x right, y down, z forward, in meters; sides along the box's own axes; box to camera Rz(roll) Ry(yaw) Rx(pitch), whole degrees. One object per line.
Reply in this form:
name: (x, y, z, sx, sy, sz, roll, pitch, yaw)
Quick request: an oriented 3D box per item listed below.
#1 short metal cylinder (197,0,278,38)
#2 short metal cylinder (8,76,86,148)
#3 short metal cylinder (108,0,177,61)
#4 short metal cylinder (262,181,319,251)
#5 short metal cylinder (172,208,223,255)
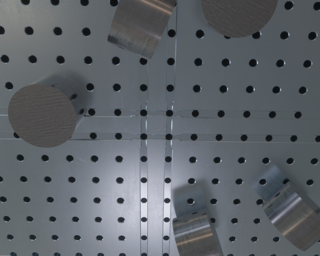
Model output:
short metal cylinder: (0.084, -0.144, 0.347, 0.081, 0.050, 0.079, 0, 110, 0)
short metal cylinder: (-0.139, -0.022, 0.391, 0.081, 0.050, 0.079, 0, 110, 0)
short metal cylinder: (-0.018, -0.121, 0.339, 0.050, 0.080, 0.080, 23, 108, -8)
short metal cylinder: (0.191, 0.121, 0.430, 0.080, 0.080, 0.050, 38, 106, -13)
short metal cylinder: (0.056, 0.161, 0.444, 0.050, 0.080, 0.080, -20, 109, 7)
